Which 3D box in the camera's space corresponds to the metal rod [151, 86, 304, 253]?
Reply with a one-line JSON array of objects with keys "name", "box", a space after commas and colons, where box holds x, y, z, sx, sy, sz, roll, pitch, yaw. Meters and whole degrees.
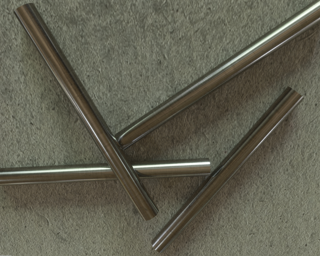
[{"name": "metal rod", "box": [0.085, 0.068, 0.435, 0.025, 0.025, 0.299, 34, 106, -12]}]

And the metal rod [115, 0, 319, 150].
[{"name": "metal rod", "box": [0.070, -0.062, 0.387, 0.300, 0.025, 0.025, -33, 107, 11]}]

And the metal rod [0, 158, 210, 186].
[{"name": "metal rod", "box": [-0.083, 0.061, 0.431, 0.302, 0.025, 0.025, -3, 110, 1]}]

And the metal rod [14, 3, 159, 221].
[{"name": "metal rod", "box": [-0.085, -0.011, 0.387, 0.025, 0.025, 0.299, -28, 102, 9]}]
